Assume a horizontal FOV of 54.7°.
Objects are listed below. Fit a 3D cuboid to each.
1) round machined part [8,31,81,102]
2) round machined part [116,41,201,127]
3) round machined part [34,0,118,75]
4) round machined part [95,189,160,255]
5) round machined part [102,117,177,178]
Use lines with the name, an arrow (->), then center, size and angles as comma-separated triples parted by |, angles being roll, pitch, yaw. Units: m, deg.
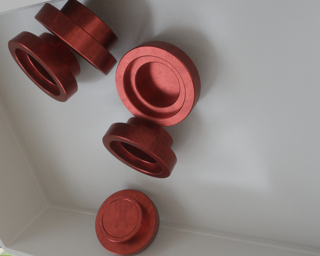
round machined part -> -0.143, -0.084, 0.403 | 0.098, 0.042, 0.098 | 33, 155, 18
round machined part -> 0.001, -0.054, 0.363 | 0.098, 0.042, 0.097 | 13, 124, 20
round machined part -> -0.087, -0.107, 0.352 | 0.098, 0.098, 0.042 | 38, 90, 2
round machined part -> -0.053, 0.141, 0.471 | 0.098, 0.098, 0.042 | 12, 157, 21
round machined part -> -0.022, 0.022, 0.405 | 0.098, 0.042, 0.098 | 23, 154, 12
